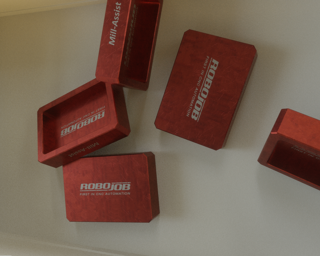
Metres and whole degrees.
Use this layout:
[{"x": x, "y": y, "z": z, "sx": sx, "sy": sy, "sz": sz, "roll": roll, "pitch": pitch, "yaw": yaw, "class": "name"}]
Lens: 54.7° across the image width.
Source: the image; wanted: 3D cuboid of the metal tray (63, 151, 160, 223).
[{"x": -0.070, "y": 0.082, "z": 0.431, "sx": 0.130, "sy": 0.030, "sz": 0.089, "roll": -5, "pitch": 88, "yaw": 19, "class": "metal tray"}]

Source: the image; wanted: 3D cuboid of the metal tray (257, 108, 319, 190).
[{"x": 0.173, "y": 0.036, "z": 0.313, "sx": 0.130, "sy": 0.090, "sz": 0.030, "roll": 24, "pitch": 70, "yaw": 18, "class": "metal tray"}]

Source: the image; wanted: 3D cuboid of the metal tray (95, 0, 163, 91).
[{"x": -0.035, "y": -0.116, "z": 0.387, "sx": 0.030, "sy": 0.090, "sz": 0.129, "roll": 11, "pitch": 94, "yaw": 19, "class": "metal tray"}]

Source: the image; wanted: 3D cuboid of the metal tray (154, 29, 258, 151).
[{"x": 0.056, "y": -0.047, "z": 0.388, "sx": 0.090, "sy": 0.030, "sz": 0.129, "roll": 20, "pitch": 97, "yaw": 18, "class": "metal tray"}]

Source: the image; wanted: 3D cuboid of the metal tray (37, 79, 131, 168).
[{"x": -0.109, "y": -0.010, "z": 0.427, "sx": 0.130, "sy": 0.030, "sz": 0.090, "roll": -24, "pitch": 59, "yaw": 18, "class": "metal tray"}]
